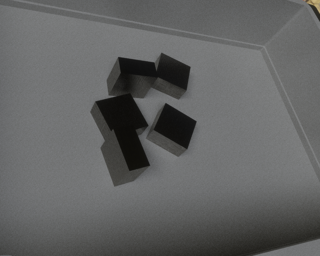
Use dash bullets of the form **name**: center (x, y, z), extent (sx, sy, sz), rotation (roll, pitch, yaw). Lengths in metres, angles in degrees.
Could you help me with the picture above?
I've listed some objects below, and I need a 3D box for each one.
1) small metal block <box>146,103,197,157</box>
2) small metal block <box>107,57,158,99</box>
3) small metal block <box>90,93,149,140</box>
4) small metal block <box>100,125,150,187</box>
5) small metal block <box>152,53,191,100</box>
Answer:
- **small metal block**: center (0.016, 0.002, 0.414), extent (0.050, 0.025, 0.050), rotation (30, 52, -9)
- **small metal block**: center (-0.038, -0.065, 0.410), extent (0.050, 0.050, 0.025), rotation (3, 61, -27)
- **small metal block**: center (-0.051, -0.012, 0.386), extent (0.050, 0.025, 0.050), rotation (-19, 72, -36)
- **small metal block**: center (-0.041, 0.032, 0.349), extent (0.025, 0.050, 0.050), rotation (-11, 68, -33)
- **small metal block**: center (0.015, -0.077, 0.463), extent (0.050, 0.025, 0.050), rotation (23, 53, -15)
